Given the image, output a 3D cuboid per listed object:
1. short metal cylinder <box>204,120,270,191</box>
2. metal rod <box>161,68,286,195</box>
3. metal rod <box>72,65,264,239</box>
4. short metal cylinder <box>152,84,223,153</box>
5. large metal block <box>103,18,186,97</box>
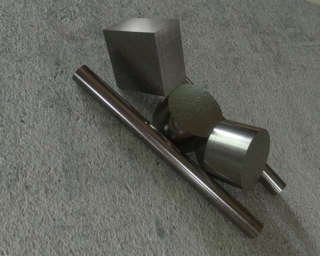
[{"bbox_3d":[0.099,0.034,0.395,0.050,0.079,0.081,17,39,37],"label":"short metal cylinder"},{"bbox_3d":[0.071,-0.023,0.457,0.300,0.025,0.025,48,51,6],"label":"metal rod"},{"bbox_3d":[0.010,0.030,0.391,0.300,0.025,0.025,42,51,0],"label":"metal rod"},{"bbox_3d":[0.036,-0.012,0.416,0.081,0.050,0.080,14,56,-21],"label":"short metal cylinder"},{"bbox_3d":[-0.018,-0.093,0.397,0.080,0.080,0.050,15,41,34],"label":"large metal block"}]
